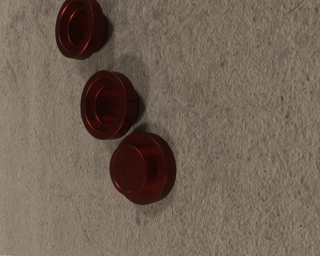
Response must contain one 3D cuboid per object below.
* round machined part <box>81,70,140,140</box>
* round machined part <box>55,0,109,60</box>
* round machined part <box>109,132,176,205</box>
[{"bbox_3d":[-0.068,-0.032,0.447,0.098,0.042,0.097,0,90,39],"label":"round machined part"},{"bbox_3d":[-0.120,-0.156,0.490,0.098,0.042,0.097,0,90,39],"label":"round machined part"},{"bbox_3d":[-0.030,0.055,0.416,0.098,0.042,0.097,0,90,39],"label":"round machined part"}]
